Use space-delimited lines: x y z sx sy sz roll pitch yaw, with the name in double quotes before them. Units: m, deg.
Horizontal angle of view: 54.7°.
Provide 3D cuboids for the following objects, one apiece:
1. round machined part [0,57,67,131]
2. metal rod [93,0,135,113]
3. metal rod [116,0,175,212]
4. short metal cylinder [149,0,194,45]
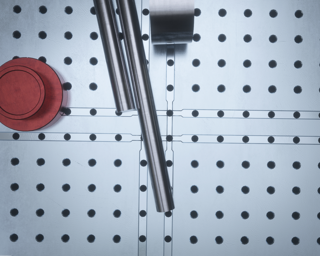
"round machined part" -0.176 -0.044 0.403 0.099 0.042 0.097 0 90 0
"metal rod" -0.076 -0.169 0.412 0.025 0.025 0.298 -12 90 0
"metal rod" -0.021 -0.038 0.412 0.025 0.025 0.298 -11 90 0
"short metal cylinder" 0.013 -0.146 0.386 0.050 0.080 0.080 -2 90 0
